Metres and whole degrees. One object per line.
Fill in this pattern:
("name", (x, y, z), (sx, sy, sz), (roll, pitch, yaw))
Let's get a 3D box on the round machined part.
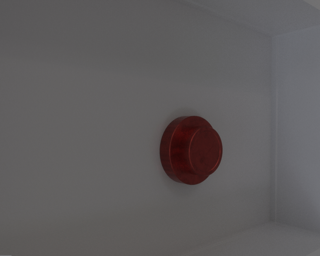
("round machined part", (0.051, 0.032, 0.437), (0.099, 0.042, 0.097), (0, 90, -40))
